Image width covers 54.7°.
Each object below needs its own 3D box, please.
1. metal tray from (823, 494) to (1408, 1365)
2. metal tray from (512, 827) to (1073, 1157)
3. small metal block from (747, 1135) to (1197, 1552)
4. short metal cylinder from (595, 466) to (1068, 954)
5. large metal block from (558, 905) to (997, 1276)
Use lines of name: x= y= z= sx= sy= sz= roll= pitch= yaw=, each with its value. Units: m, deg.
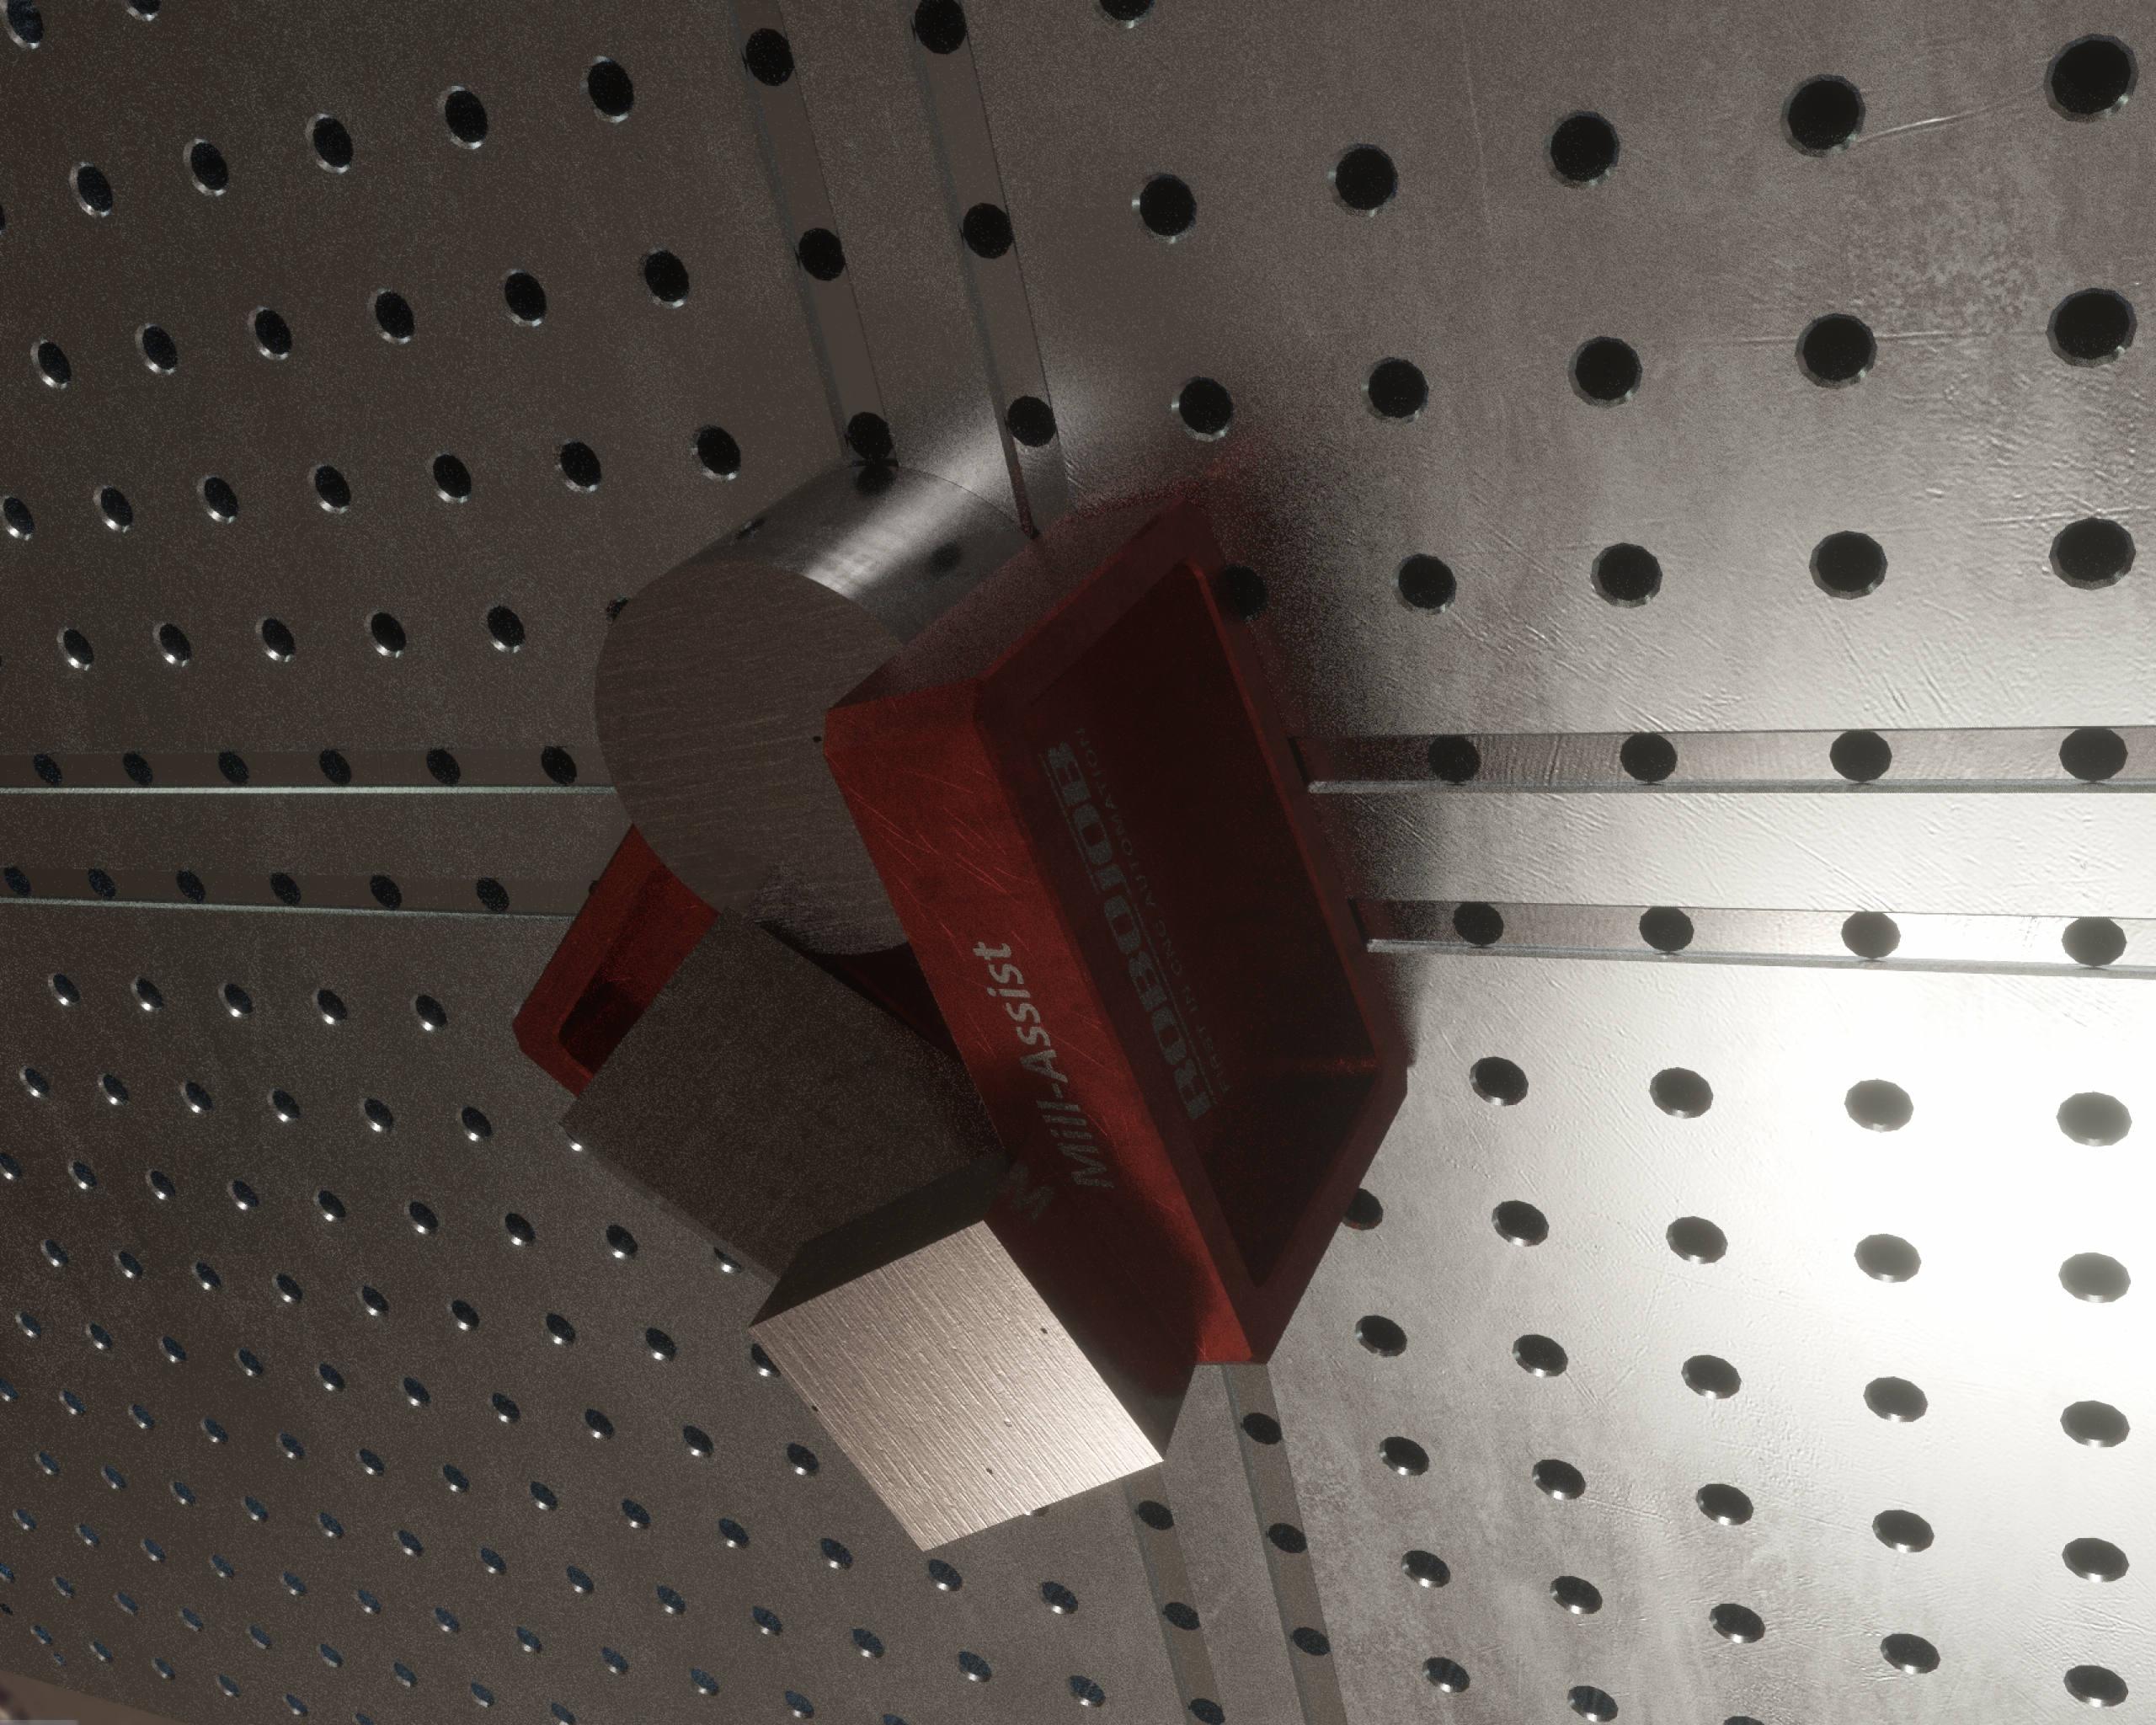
metal tray: x=0.013 y=0.012 z=0.368 sx=0.030 sy=0.090 sz=0.129 roll=-9 pitch=114 yaw=32
metal tray: x=-0.054 y=0.048 z=0.463 sx=0.130 sy=0.030 sz=0.089 roll=40 pitch=129 yaw=0
small metal block: x=-0.017 y=0.081 z=0.347 sx=0.050 sy=0.025 sz=0.050 roll=-29 pitch=104 yaw=26
short metal cylinder: x=-0.044 y=-0.029 z=0.398 sx=0.080 sy=0.050 sz=0.079 roll=13 pitch=124 yaw=20
large metal block: x=-0.049 y=0.060 z=0.416 sx=0.080 sy=0.050 sz=0.080 roll=34 pitch=164 yaw=5
